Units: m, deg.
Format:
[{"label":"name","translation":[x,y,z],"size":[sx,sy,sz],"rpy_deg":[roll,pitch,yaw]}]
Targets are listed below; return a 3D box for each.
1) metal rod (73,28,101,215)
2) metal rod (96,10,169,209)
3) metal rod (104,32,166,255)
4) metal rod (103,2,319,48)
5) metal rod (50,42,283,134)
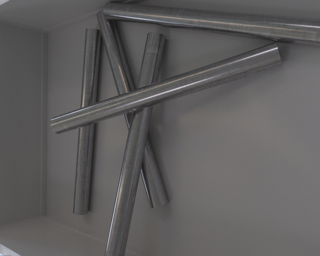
[{"label":"metal rod","translation":[-0.119,-0.008,0.504],"size":[0.025,0.025,0.298],"rpy_deg":[9,96,39]},{"label":"metal rod","translation":[-0.043,-0.036,0.442],"size":[0.025,0.025,0.299],"rpy_deg":[-27,73,37]},{"label":"metal rod","translation":[-0.032,0.024,0.401],"size":[0.025,0.025,0.298],"rpy_deg":[7,85,40]},{"label":"metal rod","translation":[0.039,-0.129,0.369],"size":[0.300,0.025,0.025],"rpy_deg":[21,104,36]},{"label":"metal rod","translation":[-0.012,-0.039,0.372],"size":[0.300,0.025,0.025],"rpy_deg":[-15,80,25]}]
